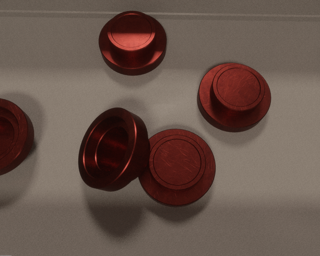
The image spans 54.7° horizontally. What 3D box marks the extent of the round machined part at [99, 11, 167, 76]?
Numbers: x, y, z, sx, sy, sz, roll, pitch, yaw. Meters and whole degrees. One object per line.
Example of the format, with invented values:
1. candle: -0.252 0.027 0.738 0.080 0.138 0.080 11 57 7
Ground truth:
1. round machined part: -0.039 -0.128 0.447 0.099 0.042 0.098 0 70 -1

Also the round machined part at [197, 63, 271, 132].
1. round machined part: 0.102 -0.047 0.419 0.099 0.042 0.098 0 70 -1

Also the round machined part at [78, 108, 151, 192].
1. round machined part: -0.050 0.028 0.373 0.098 0.042 0.098 -19 59 35

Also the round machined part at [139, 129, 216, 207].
1. round machined part: 0.020 0.046 0.384 0.099 0.042 0.098 0 70 -1

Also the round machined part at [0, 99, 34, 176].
1. round machined part: -0.209 0.015 0.393 0.099 0.042 0.098 0 70 -1
